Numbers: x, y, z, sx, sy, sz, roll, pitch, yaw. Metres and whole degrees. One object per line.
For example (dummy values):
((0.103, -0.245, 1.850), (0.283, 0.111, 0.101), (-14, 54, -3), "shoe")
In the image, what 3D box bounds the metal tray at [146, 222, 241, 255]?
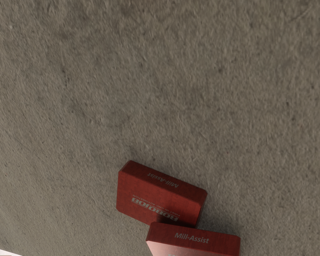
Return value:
((0.052, 0.184, 0.463), (0.130, 0.030, 0.090), (4, 138, 18), "metal tray")

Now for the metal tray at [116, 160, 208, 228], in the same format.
((-0.002, 0.112, 0.472), (0.130, 0.030, 0.089), (20, 126, 16), "metal tray")
